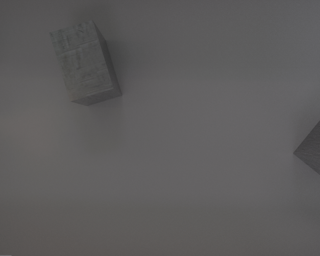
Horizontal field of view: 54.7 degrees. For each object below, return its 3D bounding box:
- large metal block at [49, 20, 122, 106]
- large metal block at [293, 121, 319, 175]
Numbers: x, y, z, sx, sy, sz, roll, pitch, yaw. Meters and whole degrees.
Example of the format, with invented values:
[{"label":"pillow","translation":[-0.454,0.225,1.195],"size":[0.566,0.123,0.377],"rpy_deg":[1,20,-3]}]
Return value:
[{"label":"large metal block","translation":[-0.087,-0.075,0.383],"size":[0.050,0.080,0.080],"rpy_deg":[-17,90,0]},{"label":"large metal block","translation":[0.227,0.020,0.385],"size":[0.050,0.080,0.080],"rpy_deg":[39,90,0]}]
